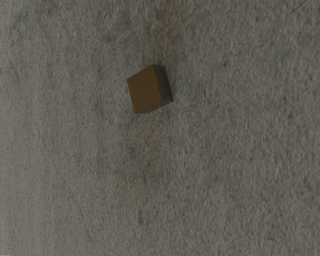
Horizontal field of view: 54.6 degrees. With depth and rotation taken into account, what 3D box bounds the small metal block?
[{"bbox_3d":[-0.014,-0.051,0.418,0.050,0.025,0.050,-22,76,38],"label":"small metal block"}]
